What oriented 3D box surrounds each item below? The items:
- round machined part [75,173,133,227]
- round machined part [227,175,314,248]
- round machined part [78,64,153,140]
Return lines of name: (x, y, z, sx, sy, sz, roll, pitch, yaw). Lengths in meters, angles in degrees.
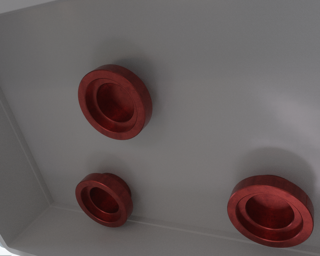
round machined part: (-0.087, 0.114, 0.514, 0.098, 0.042, 0.097, 13, 124, 21)
round machined part: (0.138, 0.097, 0.385, 0.098, 0.042, 0.097, 13, 124, 21)
round machined part: (-0.054, -0.036, 0.404, 0.098, 0.042, 0.097, 13, 124, 21)
